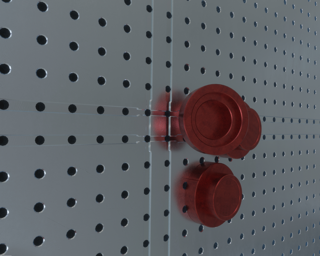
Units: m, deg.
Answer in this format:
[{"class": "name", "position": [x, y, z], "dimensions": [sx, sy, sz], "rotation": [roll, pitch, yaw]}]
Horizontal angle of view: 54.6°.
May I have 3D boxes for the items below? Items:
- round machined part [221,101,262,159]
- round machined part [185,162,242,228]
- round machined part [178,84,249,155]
[{"class": "round machined part", "position": [0.128, 0.002, 0.504], "dimensions": [0.099, 0.042, 0.097], "rotation": [0, 90, -40]}, {"class": "round machined part", "position": [0.087, 0.102, 0.470], "dimensions": [0.099, 0.042, 0.097], "rotation": [0, 91, -40]}, {"class": "round machined part", "position": [0.073, -0.011, 0.443], "dimensions": [0.099, 0.042, 0.097], "rotation": [0, 88, -16]}]
